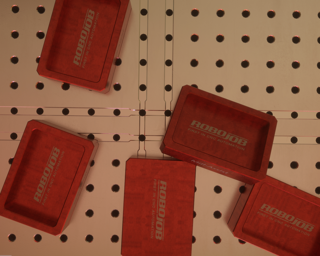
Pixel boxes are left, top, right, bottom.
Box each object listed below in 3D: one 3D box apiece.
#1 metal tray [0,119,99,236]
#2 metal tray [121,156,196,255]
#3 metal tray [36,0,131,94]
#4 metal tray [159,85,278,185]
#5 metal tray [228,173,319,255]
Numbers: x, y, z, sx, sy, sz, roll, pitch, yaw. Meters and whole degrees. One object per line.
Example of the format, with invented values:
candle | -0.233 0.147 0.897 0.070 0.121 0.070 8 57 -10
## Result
metal tray | -0.147 0.063 0.408 0.090 0.030 0.129 21 90 -1
metal tray | -0.002 0.105 0.411 0.091 0.030 0.129 3 90 -1
metal tray | -0.098 -0.119 0.409 0.091 0.030 0.129 15 90 -1
metal tray | 0.075 0.008 0.396 0.131 0.030 0.090 20 68 0
metal tray | 0.169 0.123 0.413 0.131 0.030 0.090 24 90 -1
